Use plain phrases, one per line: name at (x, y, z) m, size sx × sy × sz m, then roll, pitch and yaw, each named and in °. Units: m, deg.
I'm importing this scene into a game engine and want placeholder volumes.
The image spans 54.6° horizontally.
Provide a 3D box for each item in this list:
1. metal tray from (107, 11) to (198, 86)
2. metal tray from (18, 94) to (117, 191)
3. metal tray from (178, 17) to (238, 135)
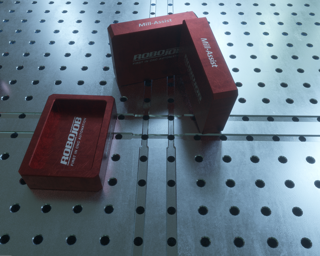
metal tray at (-0.006, -0.117, 0.464) m, size 0.131 × 0.090 × 0.030 m, roll -13°, pitch 51°, yaw -11°
metal tray at (-0.109, 0.013, 0.392) m, size 0.090 × 0.030 × 0.130 m, roll 2°, pitch 50°, yaw 2°
metal tray at (0.057, -0.068, 0.409) m, size 0.030 × 0.090 × 0.130 m, roll -10°, pitch 61°, yaw -8°
